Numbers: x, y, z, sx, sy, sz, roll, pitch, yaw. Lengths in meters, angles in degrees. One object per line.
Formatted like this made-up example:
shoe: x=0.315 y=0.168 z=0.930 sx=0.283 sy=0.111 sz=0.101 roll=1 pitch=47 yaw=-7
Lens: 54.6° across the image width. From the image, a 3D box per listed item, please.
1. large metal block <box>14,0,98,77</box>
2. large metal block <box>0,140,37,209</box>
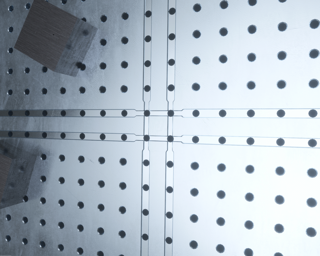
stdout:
large metal block: x=-0.152 y=-0.132 z=0.454 sx=0.080 sy=0.050 sz=0.080 roll=31 pitch=100 yaw=17
large metal block: x=-0.254 y=0.070 z=0.490 sx=0.080 sy=0.050 sz=0.080 roll=19 pitch=96 yaw=19
